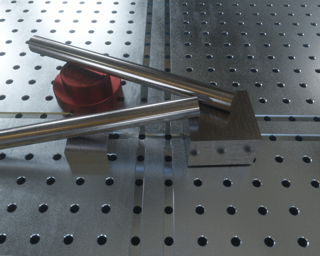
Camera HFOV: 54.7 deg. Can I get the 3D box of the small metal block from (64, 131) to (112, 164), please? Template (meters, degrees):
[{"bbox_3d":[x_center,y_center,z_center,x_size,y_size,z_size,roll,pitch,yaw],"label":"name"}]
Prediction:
[{"bbox_3d":[-0.089,0.018,0.392,0.050,0.025,0.050,0,50,-1],"label":"small metal block"}]

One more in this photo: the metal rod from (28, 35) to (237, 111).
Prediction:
[{"bbox_3d":[-0.049,-0.078,0.410,0.301,0.025,0.025,19,52,18],"label":"metal rod"}]

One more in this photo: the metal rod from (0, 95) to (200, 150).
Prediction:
[{"bbox_3d":[-0.104,-0.001,0.372,0.302,0.025,0.025,-9,50,5],"label":"metal rod"}]

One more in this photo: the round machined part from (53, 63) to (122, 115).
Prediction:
[{"bbox_3d":[-0.107,-0.068,0.452,0.099,0.042,0.098,0,50,0],"label":"round machined part"}]

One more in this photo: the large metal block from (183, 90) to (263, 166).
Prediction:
[{"bbox_3d":[0.073,-0.001,0.389,0.081,0.050,0.080,-1,50,-2],"label":"large metal block"}]
